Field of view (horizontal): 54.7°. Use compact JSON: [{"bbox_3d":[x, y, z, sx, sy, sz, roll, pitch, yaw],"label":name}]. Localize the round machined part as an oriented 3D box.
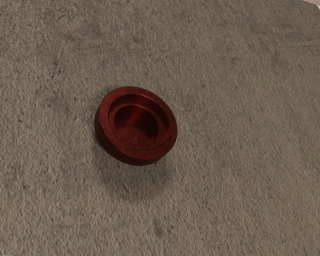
[{"bbox_3d":[-0.032,0.001,0.376,0.099,0.042,0.098,14,56,-21],"label":"round machined part"}]
